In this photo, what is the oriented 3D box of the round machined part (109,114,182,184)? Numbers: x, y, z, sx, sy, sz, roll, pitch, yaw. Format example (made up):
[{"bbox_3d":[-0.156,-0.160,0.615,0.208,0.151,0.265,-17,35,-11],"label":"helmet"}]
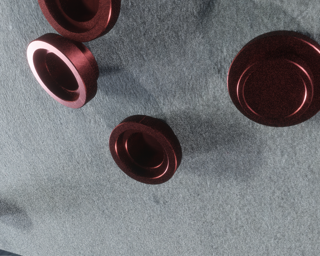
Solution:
[{"bbox_3d":[-0.016,0.025,0.418,0.098,0.042,0.097,13,124,20],"label":"round machined part"}]

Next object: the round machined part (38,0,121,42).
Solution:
[{"bbox_3d":[-0.086,-0.150,0.347,0.098,0.042,0.097,13,124,20],"label":"round machined part"}]

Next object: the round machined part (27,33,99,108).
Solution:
[{"bbox_3d":[-0.118,-0.077,0.399,0.098,0.042,0.097,24,140,22],"label":"round machined part"}]

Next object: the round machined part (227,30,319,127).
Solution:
[{"bbox_3d":[0.115,-0.043,0.308,0.098,0.042,0.097,13,124,20],"label":"round machined part"}]
